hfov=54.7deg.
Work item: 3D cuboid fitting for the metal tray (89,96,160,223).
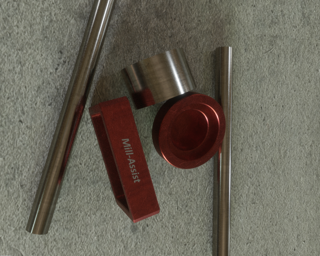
[{"bbox_3d":[-0.045,0.033,0.358,0.030,0.090,0.129,-18,96,-19],"label":"metal tray"}]

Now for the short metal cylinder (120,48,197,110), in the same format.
[{"bbox_3d":[-0.002,-0.060,0.379,0.081,0.080,0.050,-23,98,-19],"label":"short metal cylinder"}]

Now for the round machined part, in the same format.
[{"bbox_3d":[0.034,0.000,0.403,0.099,0.042,0.097,-9,109,-26],"label":"round machined part"}]

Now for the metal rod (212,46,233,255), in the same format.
[{"bbox_3d":[0.090,0.036,0.442,0.025,0.025,0.298,1,90,-20],"label":"metal rod"}]

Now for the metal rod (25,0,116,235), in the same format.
[{"bbox_3d":[-0.103,-0.025,0.370,0.025,0.025,0.299,17,84,-19],"label":"metal rod"}]
